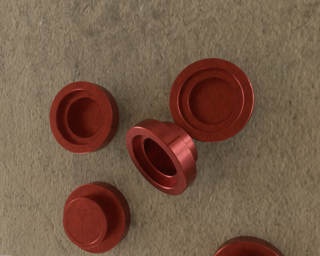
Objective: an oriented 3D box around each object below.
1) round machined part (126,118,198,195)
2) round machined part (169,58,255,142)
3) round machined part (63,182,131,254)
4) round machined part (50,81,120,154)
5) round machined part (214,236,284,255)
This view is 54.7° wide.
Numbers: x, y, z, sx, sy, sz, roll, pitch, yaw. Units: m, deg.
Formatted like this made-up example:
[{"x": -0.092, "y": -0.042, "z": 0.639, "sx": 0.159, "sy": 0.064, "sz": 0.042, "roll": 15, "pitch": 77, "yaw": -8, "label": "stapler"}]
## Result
[{"x": 0.007, "y": 0.030, "z": 0.379, "sx": 0.098, "sy": 0.042, "sz": 0.097, "roll": 32, "pitch": 142, "yaw": 30, "label": "round machined part"}, {"x": 0.064, "y": -0.032, "z": 0.377, "sx": 0.098, "sy": 0.042, "sz": 0.097, "roll": 0, "pitch": 90, "yaw": 19, "label": "round machined part"}, {"x": -0.094, "y": 0.127, "z": 0.432, "sx": 0.098, "sy": 0.042, "sz": 0.097, "roll": 0, "pitch": 90, "yaw": 19, "label": "round machined part"}, {"x": -0.101, "y": -0.014, "z": 0.434, "sx": 0.098, "sy": 0.042, "sz": 0.097, "roll": 0, "pitch": 90, "yaw": 19, "label": "round machined part"}, {"x": 0.105, "y": 0.183, "z": 0.363, "sx": 0.098, "sy": 0.042, "sz": 0.097, "roll": 0, "pitch": 90, "yaw": 19, "label": "round machined part"}]
